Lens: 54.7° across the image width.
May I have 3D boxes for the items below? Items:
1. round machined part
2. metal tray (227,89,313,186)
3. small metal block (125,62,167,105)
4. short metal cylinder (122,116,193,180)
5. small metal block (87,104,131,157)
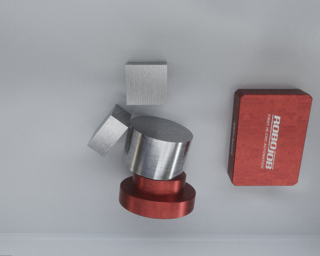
[{"bbox_3d":[-0.002,0.076,0.402,0.099,0.098,0.042,6,100,-3],"label":"round machined part"},{"bbox_3d":[0.143,0.014,0.416,0.091,0.030,0.129,0,110,-1],"label":"metal tray"},{"bbox_3d":[-0.017,-0.056,0.390,0.050,0.025,0.050,0,110,-1],"label":"small metal block"},{"bbox_3d":[-0.004,0.023,0.390,0.081,0.080,0.050,13,110,-5],"label":"short metal cylinder"},{"bbox_3d":[-0.064,0.002,0.398,0.025,0.050,0.050,37,106,-13],"label":"small metal block"}]
